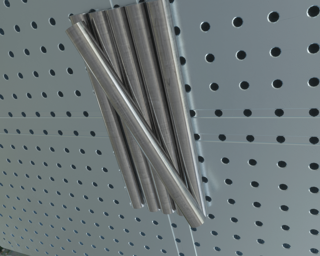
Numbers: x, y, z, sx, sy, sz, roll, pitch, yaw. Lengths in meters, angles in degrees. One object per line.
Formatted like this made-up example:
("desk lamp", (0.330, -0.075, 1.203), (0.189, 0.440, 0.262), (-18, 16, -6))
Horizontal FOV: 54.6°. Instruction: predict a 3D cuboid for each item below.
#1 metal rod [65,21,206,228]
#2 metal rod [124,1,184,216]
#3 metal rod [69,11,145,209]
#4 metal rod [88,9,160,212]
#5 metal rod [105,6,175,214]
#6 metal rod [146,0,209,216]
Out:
("metal rod", (-0.023, 0.006, 0.395), (0.025, 0.025, 0.299), (-21, 107, 36))
("metal rod", (0.005, -0.006, 0.406), (0.025, 0.025, 0.298), (1, 119, 28))
("metal rod", (-0.066, -0.008, 0.441), (0.025, 0.025, 0.298), (1, 119, 28))
("metal rod", (-0.040, -0.006, 0.428), (0.025, 0.025, 0.298), (1, 119, 28))
("metal rod", (-0.018, -0.006, 0.417), (0.025, 0.025, 0.298), (1, 119, 28))
("metal rod", (0.028, -0.006, 0.394), (0.025, 0.025, 0.298), (1, 119, 28))
